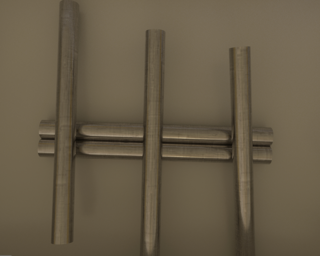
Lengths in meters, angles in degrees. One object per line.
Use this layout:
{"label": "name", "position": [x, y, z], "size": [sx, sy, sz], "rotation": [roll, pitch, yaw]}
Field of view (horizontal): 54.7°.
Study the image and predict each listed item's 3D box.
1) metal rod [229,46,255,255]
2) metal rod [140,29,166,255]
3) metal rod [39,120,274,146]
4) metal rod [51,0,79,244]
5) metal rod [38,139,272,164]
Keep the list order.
{"label": "metal rod", "position": [0.104, 0.052, 0.389], "size": [0.025, 0.025, 0.298], "rotation": [-4, 98, 0]}
{"label": "metal rod", "position": [-0.009, 0.030, 0.385], "size": [0.025, 0.025, 0.298], "rotation": [1, 90, -1]}
{"label": "metal rod", "position": [-0.004, 0.007, 0.410], "size": [0.302, 0.025, 0.025], "rotation": [2, 90, -1]}
{"label": "metal rod", "position": [-0.117, -0.014, 0.385], "size": [0.025, 0.025, 0.298], "rotation": [-1, 82, -1]}
{"label": "metal rod", "position": [-0.006, 0.031, 0.410], "size": [0.302, 0.025, 0.025], "rotation": [2, 90, -1]}
